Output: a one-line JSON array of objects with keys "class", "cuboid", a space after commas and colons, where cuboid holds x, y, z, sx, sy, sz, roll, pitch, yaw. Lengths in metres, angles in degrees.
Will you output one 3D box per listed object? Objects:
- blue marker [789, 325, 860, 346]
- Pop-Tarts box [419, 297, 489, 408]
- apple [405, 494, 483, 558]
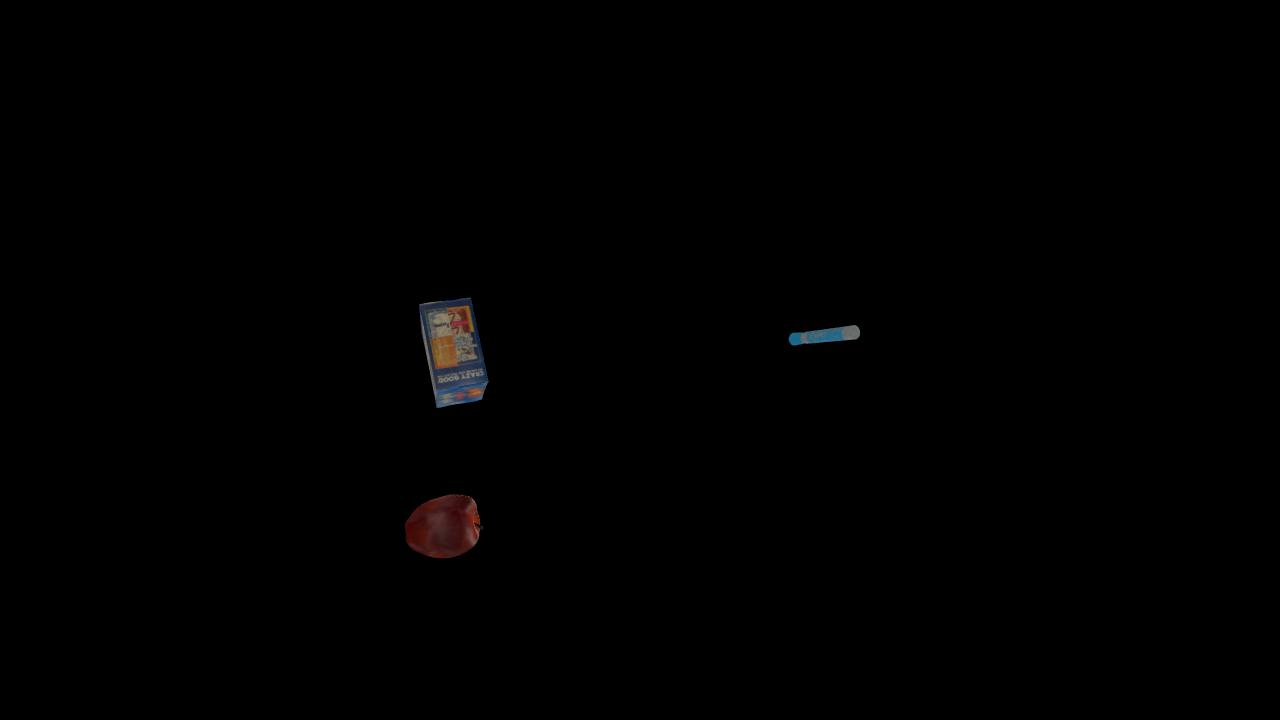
[{"class": "blue marker", "cuboid": [0.248, -0.033, 0.841, 0.020, 0.020, 0.121, 0, -3, -28]}, {"class": "Pop-Tarts box", "cuboid": [-0.308, -0.008, 1.014, 0.083, 0.141, 0.167, -11, -10, -20]}, {"class": "apple", "cuboid": [-0.242, 0.209, 0.767, 0.093, 0.079, 0.079, -5, 0, -1]}]
